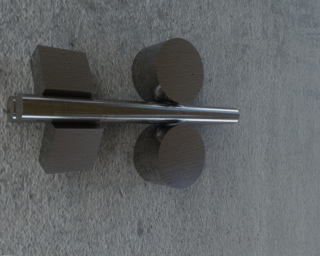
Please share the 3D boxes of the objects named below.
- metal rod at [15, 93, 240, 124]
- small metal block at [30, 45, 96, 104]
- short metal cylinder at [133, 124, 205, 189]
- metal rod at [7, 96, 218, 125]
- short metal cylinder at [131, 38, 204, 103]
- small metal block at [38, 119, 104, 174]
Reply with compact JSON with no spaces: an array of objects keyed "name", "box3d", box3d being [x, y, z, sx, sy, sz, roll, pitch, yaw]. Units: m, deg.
[{"name":"metal rod","box3d":[-0.007,-0.018,0.368,0.302,0.025,0.025,0,90,-40]},{"name":"small metal block","box3d":[-0.098,-0.052,0.312,0.050,0.025,0.050,0,63,-40]},{"name":"short metal cylinder","box3d":[0.013,0.035,0.400,0.081,0.050,0.079,0,90,-40]},{"name":"metal rod","box3d":[-0.024,-0.017,0.386,0.302,0.025,0.025,0,90,-40]},{"name":"short metal cylinder","box3d":[0.011,-0.070,0.398,0.081,0.050,0.079,0,90,-40]},{"name":"small metal block","box3d":[-0.091,0.017,0.317,0.050,0.025,0.050,1,116,-41]}]
